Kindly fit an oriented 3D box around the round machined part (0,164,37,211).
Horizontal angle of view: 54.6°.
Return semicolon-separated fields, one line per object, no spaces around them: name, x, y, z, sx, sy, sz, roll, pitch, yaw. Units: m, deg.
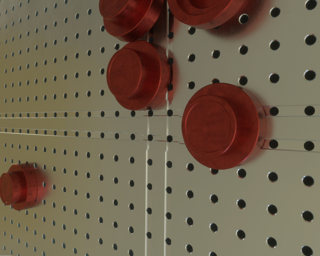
round machined part;-0.302;0.125;0.651;0.098;0.042;0.097;0;90;40

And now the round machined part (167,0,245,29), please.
round machined part;0.058;-0.161;0.351;0.098;0.042;0.097;0;90;40

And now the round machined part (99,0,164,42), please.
round machined part;-0.045;-0.172;0.424;0.098;0.042;0.098;-12;70;37

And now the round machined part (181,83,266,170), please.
round machined part;0.063;-0.002;0.347;0.098;0.042;0.097;0;90;40

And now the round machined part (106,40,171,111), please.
round machined part;-0.036;-0.073;0.429;0.098;0.042;0.097;0;90;40
